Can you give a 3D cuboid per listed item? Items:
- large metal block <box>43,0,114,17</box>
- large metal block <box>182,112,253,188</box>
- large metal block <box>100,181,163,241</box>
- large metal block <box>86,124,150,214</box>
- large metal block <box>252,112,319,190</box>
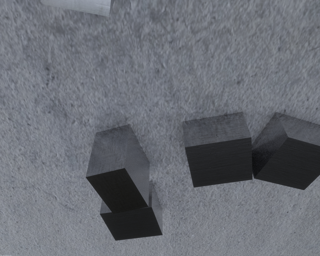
[{"bbox_3d":[-0.057,-0.147,0.245,0.050,0.080,0.079,8,130,-8],"label":"large metal block"},{"bbox_3d":[0.078,0.031,0.418,0.080,0.050,0.080,-9,130,7],"label":"large metal block"},{"bbox_3d":[-0.043,0.137,0.507,0.080,0.050,0.080,-9,130,7],"label":"large metal block"},{"bbox_3d":[-0.052,0.055,0.417,0.050,0.080,0.080,-15,129,12],"label":"large metal block"},{"bbox_3d":[0.178,0.033,0.422,0.081,0.050,0.079,15,129,-13],"label":"large metal block"}]
